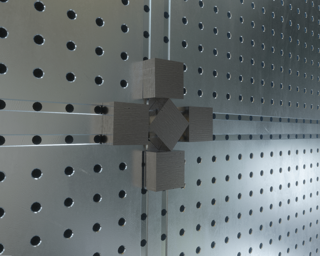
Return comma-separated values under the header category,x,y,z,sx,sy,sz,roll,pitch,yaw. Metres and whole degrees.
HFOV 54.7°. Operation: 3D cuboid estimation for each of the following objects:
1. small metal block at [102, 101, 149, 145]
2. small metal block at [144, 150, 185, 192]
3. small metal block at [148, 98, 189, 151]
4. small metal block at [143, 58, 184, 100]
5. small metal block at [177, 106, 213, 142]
category,x,y,z,sx,sy,sz,roll,pitch,yaw
small metal block,-0.041,-0.005,0.376,0.050,0.025,0.050,2,89,-40
small metal block,0.006,0.056,0.416,0.050,0.025,0.050,0,90,-40
small metal block,0.005,-0.004,0.415,0.050,0.025,0.050,50,61,-29
small metal block,0.005,-0.064,0.415,0.050,0.025,0.050,-1,91,-40
small metal block,0.051,-0.005,0.454,0.050,0.025,0.050,0,90,-40
